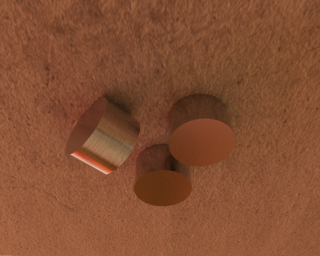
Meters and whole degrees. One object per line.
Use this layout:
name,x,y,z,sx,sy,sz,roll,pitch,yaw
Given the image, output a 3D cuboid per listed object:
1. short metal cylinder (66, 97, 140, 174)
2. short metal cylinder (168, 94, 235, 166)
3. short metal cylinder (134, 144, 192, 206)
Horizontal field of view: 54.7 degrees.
short metal cylinder,-0.070,0.010,0.378,0.050,0.080,0.080,36,121,-27
short metal cylinder,0.051,0.003,0.395,0.081,0.050,0.079,0,130,0
short metal cylinder,0.004,0.069,0.450,0.081,0.050,0.079,0,130,0
